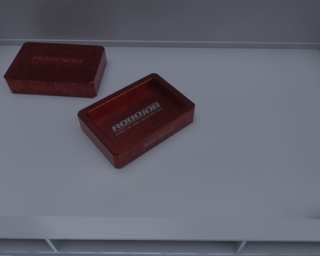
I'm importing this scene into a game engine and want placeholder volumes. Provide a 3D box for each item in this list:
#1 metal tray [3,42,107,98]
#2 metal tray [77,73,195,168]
[{"bbox_3d":[-0.156,-0.091,0.476,0.131,0.030,0.090,4,50,2],"label":"metal tray"},{"bbox_3d":[-0.030,-0.015,0.414,0.131,0.030,0.090,-32,57,-24],"label":"metal tray"}]
